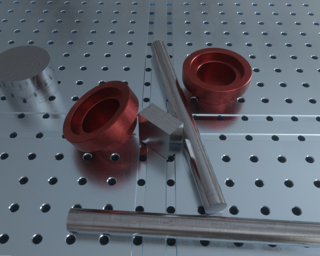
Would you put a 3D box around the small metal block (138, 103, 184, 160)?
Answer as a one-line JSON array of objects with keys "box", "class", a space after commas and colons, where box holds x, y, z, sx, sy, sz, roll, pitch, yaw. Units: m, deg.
[{"box": [0.000, 0.005, 0.387, 0.050, 0.050, 0.025, 34, 56, 25], "class": "small metal block"}]

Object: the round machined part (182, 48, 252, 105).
[{"box": [0.082, -0.072, 0.458, 0.099, 0.042, 0.098, 0, 50, 0], "class": "round machined part"}]

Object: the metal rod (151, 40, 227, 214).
[{"box": [0.028, -0.025, 0.428, 0.025, 0.025, 0.300, -9, 51, -8], "class": "metal rod"}]

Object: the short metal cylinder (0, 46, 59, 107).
[{"box": [-0.196, -0.076, 0.454, 0.080, 0.050, 0.080, 0, 50, 0], "class": "short metal cylinder"}]

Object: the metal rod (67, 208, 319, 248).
[{"box": [0.057, 0.104, 0.320, 0.302, 0.025, 0.025, 3, 50, 2], "class": "metal rod"}]

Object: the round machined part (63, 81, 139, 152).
[{"box": [-0.068, -0.010, 0.387, 0.098, 0.042, 0.098, -19, 43, 20], "class": "round machined part"}]
